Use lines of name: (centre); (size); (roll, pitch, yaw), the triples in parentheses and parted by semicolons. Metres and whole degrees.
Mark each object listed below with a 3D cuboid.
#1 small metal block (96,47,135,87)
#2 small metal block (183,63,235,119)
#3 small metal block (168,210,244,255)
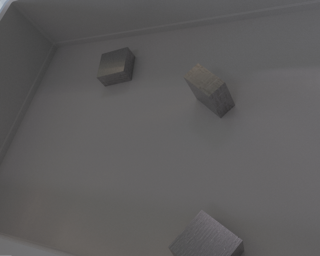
small metal block: (-0.071, -0.099, 0.504); (0.050, 0.025, 0.050); (-9, 58, 23)
small metal block: (0.062, -0.046, 0.386); (0.025, 0.050, 0.050); (-43, 51, -1)
small metal block: (0.045, 0.118, 0.302); (0.050, 0.025, 0.050); (-43, 49, -20)
